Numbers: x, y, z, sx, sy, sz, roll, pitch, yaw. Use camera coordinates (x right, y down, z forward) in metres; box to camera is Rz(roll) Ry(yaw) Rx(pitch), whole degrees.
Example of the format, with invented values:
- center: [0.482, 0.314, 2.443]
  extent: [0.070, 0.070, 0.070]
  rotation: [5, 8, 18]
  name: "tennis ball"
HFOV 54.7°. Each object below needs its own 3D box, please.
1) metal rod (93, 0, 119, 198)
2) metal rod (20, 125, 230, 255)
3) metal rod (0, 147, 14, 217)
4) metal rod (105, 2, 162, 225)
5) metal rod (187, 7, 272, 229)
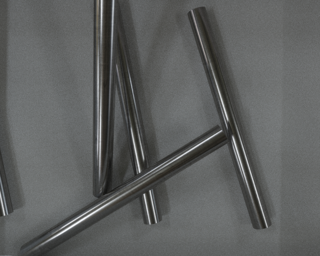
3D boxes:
- center: [-0.063, -0.049, 0.351]
  extent: [0.025, 0.025, 0.298]
  rotation: [6, 114, -1]
  name: "metal rod"
- center: [-0.050, 0.086, 0.389]
  extent: [0.300, 0.025, 0.025]
  rotation: [-32, 91, 8]
  name: "metal rod"
- center: [-0.237, -0.032, 0.408]
  extent: [0.025, 0.025, 0.298]
  rotation: [-12, 90, 0]
  name: "metal rod"
- center: [-0.038, -0.023, 0.410]
  extent: [0.025, 0.025, 0.298]
  rotation: [-11, 90, 0]
  name: "metal rod"
- center: [0.092, -0.013, 0.412]
  extent: [0.025, 0.025, 0.298]
  rotation: [-17, 90, 0]
  name: "metal rod"
